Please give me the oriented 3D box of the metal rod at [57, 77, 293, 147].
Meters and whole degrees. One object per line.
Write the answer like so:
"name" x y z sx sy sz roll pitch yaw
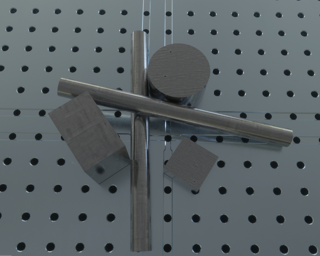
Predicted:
"metal rod" 0.023 -0.019 0.399 0.302 0.025 0.025 12 70 -4

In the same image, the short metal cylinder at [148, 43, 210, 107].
"short metal cylinder" 0.025 -0.067 0.423 0.081 0.050 0.080 0 70 0

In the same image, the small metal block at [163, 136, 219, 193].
"small metal block" 0.039 0.047 0.396 0.050 0.025 0.050 32 73 10

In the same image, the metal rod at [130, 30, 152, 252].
"metal rod" -0.026 0.003 0.410 0.025 0.025 0.299 -1 70 -1

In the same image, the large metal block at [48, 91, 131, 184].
"large metal block" -0.081 0.015 0.375 0.050 0.080 0.080 -33 74 -11
